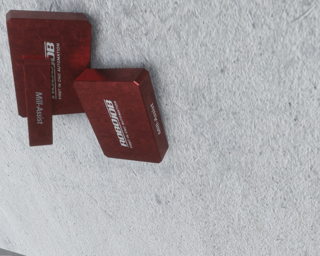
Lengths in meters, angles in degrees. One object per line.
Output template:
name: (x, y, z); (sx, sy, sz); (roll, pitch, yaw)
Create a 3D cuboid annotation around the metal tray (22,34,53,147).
metal tray: (-0.168, -0.051, 0.423); (0.090, 0.030, 0.129); (-122, 35, -47)

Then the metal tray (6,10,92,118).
metal tray: (-0.136, -0.077, 0.391); (0.030, 0.091, 0.129); (-122, 34, -46)

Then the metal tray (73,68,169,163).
metal tray: (-0.047, -0.013, 0.402); (0.090, 0.030, 0.129); (4, 131, 23)
